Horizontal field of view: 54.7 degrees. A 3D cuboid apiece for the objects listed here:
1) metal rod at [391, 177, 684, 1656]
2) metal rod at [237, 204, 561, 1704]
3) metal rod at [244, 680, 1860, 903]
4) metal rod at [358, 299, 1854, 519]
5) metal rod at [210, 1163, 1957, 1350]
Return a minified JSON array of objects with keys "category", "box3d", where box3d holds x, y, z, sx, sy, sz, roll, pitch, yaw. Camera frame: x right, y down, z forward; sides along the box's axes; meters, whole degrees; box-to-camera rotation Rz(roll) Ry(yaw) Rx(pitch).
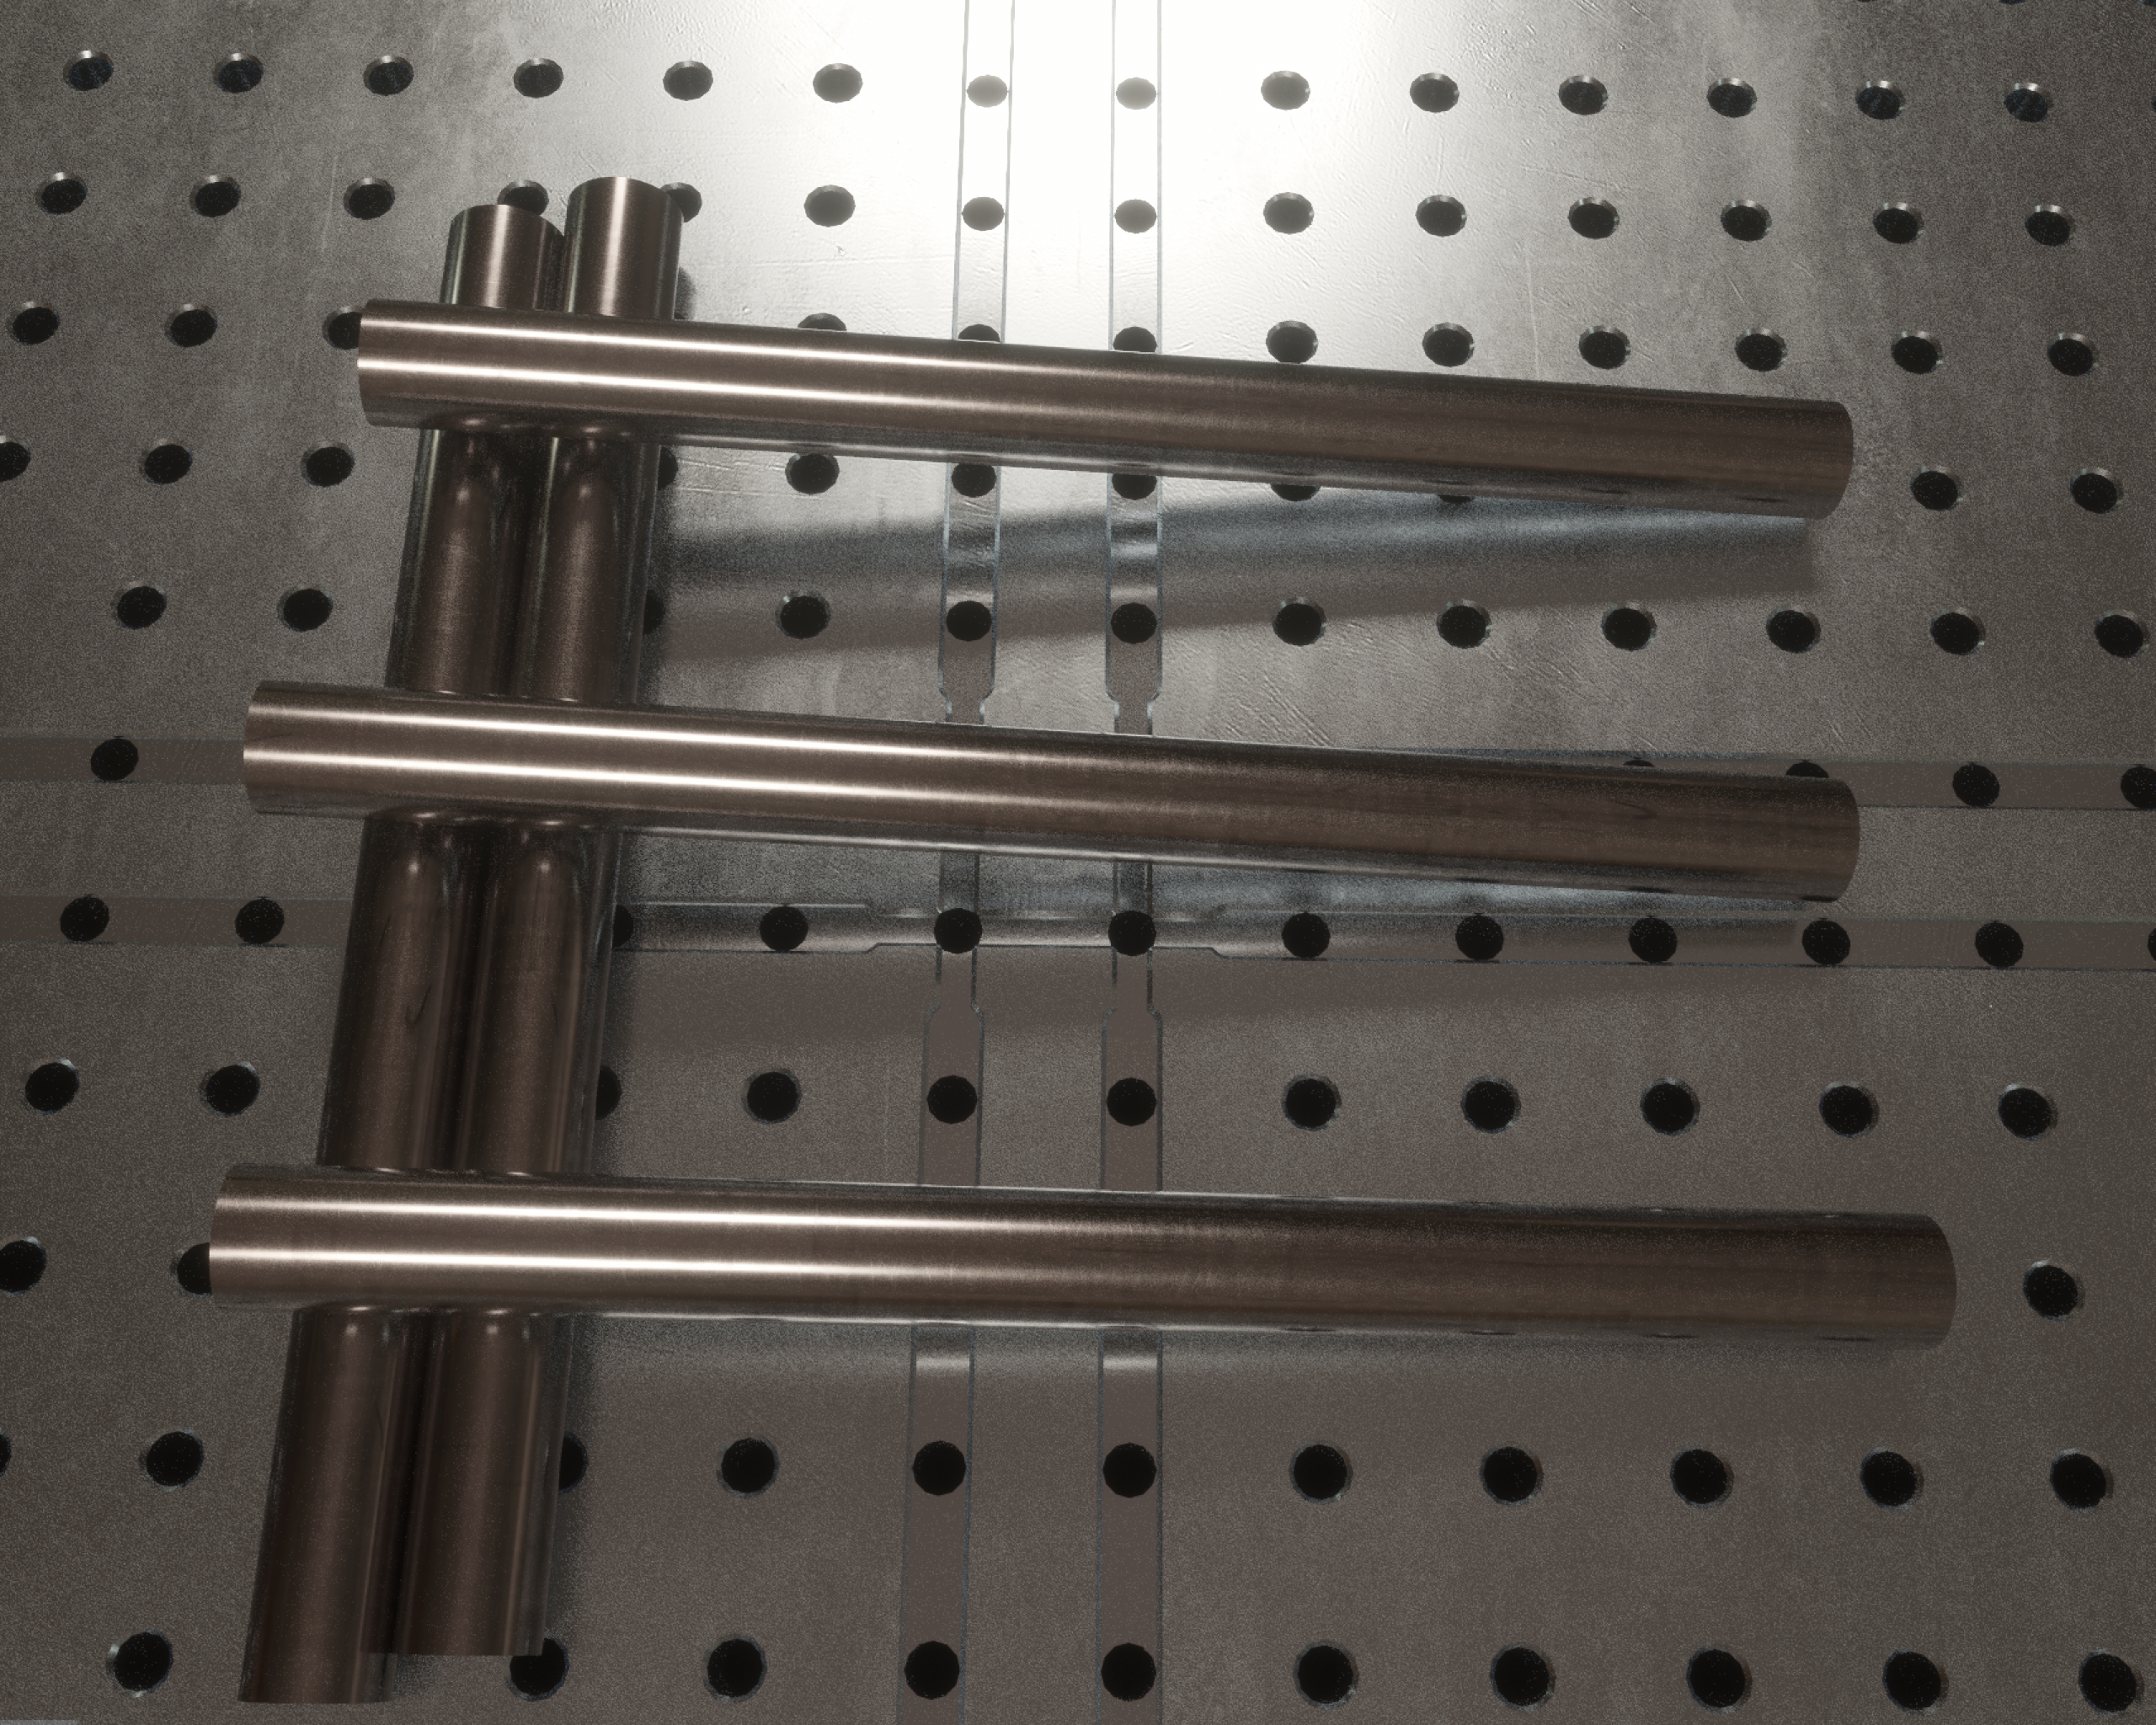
[{"category":"metal rod","box3d":[-0.103,-0.004,0.411,0.025,0.025,0.299,1,70,0]},{"category":"metal rod","box3d":[-0.128,0.003,0.408,0.025,0.025,0.299,1,70,0]},{"category":"metal rod","box3d":[0.000,-0.013,0.400,0.302,0.025,0.025,3,70,-6]},{"category":"metal rod","box3d":[0.010,-0.093,0.430,0.302,0.025,0.025,3,70,-6]},{"category":"metal rod","box3d":[0.006,0.071,0.371,0.302,0.025,0.025,3,70,-6]}]
